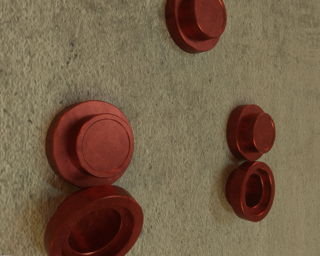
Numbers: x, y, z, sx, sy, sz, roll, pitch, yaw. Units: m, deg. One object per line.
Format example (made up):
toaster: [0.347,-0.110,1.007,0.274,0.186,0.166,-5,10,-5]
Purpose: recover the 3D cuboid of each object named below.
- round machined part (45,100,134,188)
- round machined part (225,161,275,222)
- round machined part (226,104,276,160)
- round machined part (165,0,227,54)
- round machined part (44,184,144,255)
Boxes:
round machined part: [-0.068,0.018,0.337,0.099,0.042,0.097,0,90,-40]
round machined part: [0.147,0.103,0.517,0.099,0.042,0.097,0,90,-40]
round machined part: [0.161,0.008,0.528,0.099,0.042,0.097,0,90,-40]
round machined part: [0.058,-0.159,0.441,0.099,0.042,0.097,0,90,-40]
round machined part: [-0.070,0.100,0.320,0.099,0.042,0.097,-18,123,-29]
